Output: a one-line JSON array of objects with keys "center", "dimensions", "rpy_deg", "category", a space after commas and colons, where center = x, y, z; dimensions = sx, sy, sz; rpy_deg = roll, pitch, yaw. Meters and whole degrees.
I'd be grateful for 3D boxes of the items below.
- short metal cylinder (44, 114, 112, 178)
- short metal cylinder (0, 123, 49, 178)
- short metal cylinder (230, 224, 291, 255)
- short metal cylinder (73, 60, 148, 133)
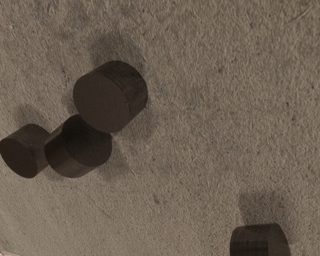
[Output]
[{"center": [-0.117, 0.026, 0.447], "dimensions": [0.050, 0.080, 0.080], "rpy_deg": [-31, 101, 38], "category": "short metal cylinder"}, {"center": [-0.224, 0.039, 0.530], "dimensions": [0.080, 0.050, 0.079], "rpy_deg": [13, 124, 20], "category": "short metal cylinder"}, {"center": [0.133, 0.169, 0.405], "dimensions": [0.050, 0.080, 0.080], "rpy_deg": [-18, 109, 35], "category": "short metal cylinder"}, {"center": [-0.062, -0.040, 0.397], "dimensions": [0.080, 0.050, 0.079], "rpy_deg": [13, 124, 20], "category": "short metal cylinder"}]
